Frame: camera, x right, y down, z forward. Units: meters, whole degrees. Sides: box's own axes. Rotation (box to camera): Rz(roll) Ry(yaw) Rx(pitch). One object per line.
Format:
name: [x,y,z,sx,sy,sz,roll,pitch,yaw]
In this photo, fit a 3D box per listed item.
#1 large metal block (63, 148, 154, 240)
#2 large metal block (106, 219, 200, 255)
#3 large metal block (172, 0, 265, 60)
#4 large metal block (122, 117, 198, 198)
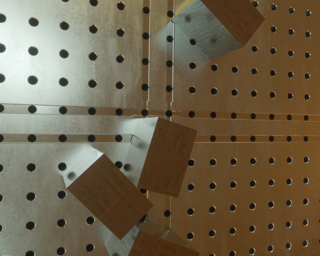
large metal block: [-0.063,0.072,0.360,0.050,0.080,0.080,-44,104,-14]
large metal block: [-0.012,0.149,0.379,0.080,0.080,0.050,27,81,-18]
large metal block: [0.074,-0.144,0.410,0.080,0.080,0.050,41,77,-15]
large metal block: [-0.004,0.033,0.382,0.050,0.080,0.080,19,84,-19]
